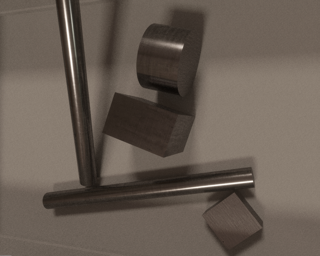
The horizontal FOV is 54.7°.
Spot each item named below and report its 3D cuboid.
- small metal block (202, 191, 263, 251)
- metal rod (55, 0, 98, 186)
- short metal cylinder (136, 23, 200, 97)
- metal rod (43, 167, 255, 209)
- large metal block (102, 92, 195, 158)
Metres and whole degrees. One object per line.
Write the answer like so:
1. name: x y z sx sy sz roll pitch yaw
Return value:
1. small metal block: 0.089 0.111 0.379 0.050 0.025 0.050 -41 78 15
2. metal rod: -0.102 -0.056 0.381 0.025 0.025 0.298 10 118 19
3. short metal cylinder: 0.012 -0.082 0.376 0.050 0.080 0.079 15 95 19
4. metal rod: -0.029 0.084 0.419 0.301 0.025 0.025 -10 87 19
5. large metal block: -0.010 -0.005 0.384 0.080 0.080 0.050 21 97 18
